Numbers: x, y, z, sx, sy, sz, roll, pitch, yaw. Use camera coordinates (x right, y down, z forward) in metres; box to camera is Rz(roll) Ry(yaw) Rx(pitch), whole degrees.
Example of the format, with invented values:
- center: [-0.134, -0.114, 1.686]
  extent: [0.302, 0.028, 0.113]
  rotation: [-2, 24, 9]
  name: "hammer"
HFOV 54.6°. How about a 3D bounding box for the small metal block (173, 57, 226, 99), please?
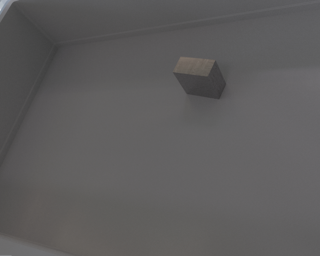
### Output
- center: [0.052, -0.065, 0.403]
  extent: [0.050, 0.050, 0.025]
  rotation: [14, 69, 34]
  name: "small metal block"
